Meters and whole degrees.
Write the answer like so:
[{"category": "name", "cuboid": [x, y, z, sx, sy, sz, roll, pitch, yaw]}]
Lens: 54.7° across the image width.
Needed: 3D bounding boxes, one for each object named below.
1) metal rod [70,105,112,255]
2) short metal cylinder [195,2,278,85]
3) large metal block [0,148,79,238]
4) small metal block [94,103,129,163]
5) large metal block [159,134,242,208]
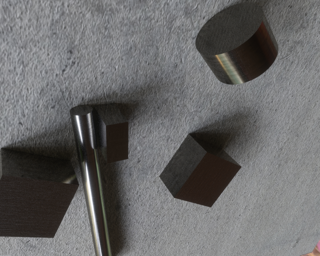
[{"category": "metal rod", "cuboid": [-0.087, 0.107, 0.424, 0.025, 0.025, 0.298, -14, 124, -21]}, {"category": "short metal cylinder", "cuboid": [0.089, -0.097, 0.360, 0.080, 0.080, 0.050, -44, 129, 2]}, {"category": "large metal block", "cuboid": [-0.151, 0.077, 0.356, 0.081, 0.050, 0.080, 17, 110, -35]}, {"category": "small metal block", "cuboid": [-0.057, 0.005, 0.362, 0.025, 0.050, 0.050, -10, 123, -23]}, {"category": "large metal block", "cuboid": [0.060, 0.065, 0.464, 0.080, 0.050, 0.080, 24, 105, -37]}]
